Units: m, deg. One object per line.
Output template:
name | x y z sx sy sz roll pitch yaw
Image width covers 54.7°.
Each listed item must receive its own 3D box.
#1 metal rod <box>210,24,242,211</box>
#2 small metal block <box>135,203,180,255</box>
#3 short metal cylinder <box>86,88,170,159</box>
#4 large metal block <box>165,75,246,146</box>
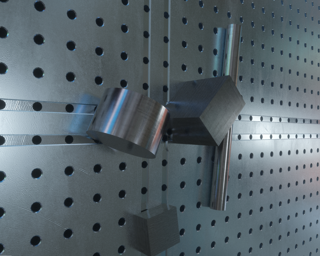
metal rod | 0.107 -0.020 0.501 0.025 0.025 0.298 11 83 -40
small metal block | -0.003 0.134 0.410 0.050 0.025 0.050 -11 97 -40
short metal cylinder | -0.035 -0.003 0.346 0.080 0.080 0.050 31 71 -36
large metal block | 0.056 -0.023 0.422 0.080 0.080 0.050 -52 121 -27
